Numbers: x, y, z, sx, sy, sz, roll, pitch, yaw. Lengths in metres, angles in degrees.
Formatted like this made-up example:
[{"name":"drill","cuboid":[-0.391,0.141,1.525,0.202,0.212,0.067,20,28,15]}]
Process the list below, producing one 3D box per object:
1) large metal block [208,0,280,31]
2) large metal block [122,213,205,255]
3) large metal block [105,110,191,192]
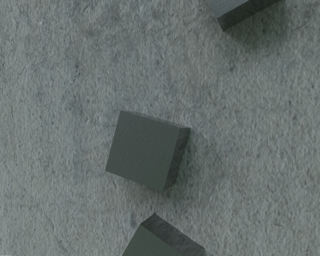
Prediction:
[{"name":"large metal block","cuboid":[0.091,-0.175,0.363,0.080,0.050,0.080,-25,82,18]},{"name":"large metal block","cuboid":[-0.002,0.171,0.396,0.080,0.050,0.080,31,100,17]},{"name":"large metal block","cuboid":[-0.015,0.027,0.400,0.080,0.050,0.079,17,96,19]}]
